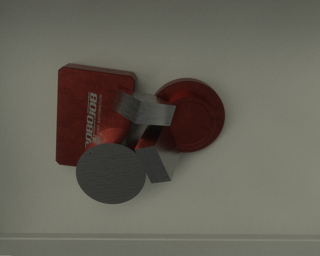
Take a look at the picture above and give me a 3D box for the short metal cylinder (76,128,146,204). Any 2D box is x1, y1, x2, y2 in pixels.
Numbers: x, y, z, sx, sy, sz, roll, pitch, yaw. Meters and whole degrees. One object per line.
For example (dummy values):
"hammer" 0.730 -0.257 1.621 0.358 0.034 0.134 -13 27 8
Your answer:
"short metal cylinder" -0.057 0.045 0.380 0.081 0.050 0.079 0 110 -1

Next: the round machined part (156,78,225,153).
"round machined part" 0.034 -0.012 0.396 0.099 0.042 0.097 0 110 -1

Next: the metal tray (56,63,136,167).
"metal tray" -0.083 -0.012 0.399 0.091 0.030 0.129 7 110 -3

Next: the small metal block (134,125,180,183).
"small metal block" -0.001 0.029 0.365 0.025 0.050 0.050 -12 118 24

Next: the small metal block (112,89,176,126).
"small metal block" -0.019 -0.024 0.360 0.050 0.050 0.025 3 109 -41
